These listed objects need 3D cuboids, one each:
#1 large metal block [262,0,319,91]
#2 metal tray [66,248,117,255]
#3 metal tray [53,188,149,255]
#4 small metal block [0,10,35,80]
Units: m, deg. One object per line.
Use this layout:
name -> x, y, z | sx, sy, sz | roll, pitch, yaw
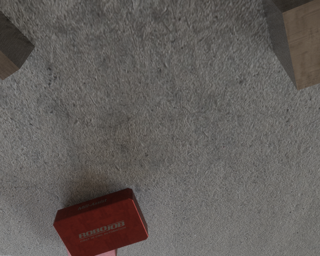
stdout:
large metal block -> 0.135, -0.096, 0.290 | 0.050, 0.080, 0.080 | -19, 128, 15
metal tray -> -0.129, 0.201, 0.574 | 0.091, 0.030, 0.129 | 1, 130, -1
metal tray -> -0.094, 0.160, 0.510 | 0.131, 0.030, 0.090 | -18, 115, 1
small metal block -> -0.163, -0.086, 0.316 | 0.025, 0.050, 0.050 | -26, 126, 20
